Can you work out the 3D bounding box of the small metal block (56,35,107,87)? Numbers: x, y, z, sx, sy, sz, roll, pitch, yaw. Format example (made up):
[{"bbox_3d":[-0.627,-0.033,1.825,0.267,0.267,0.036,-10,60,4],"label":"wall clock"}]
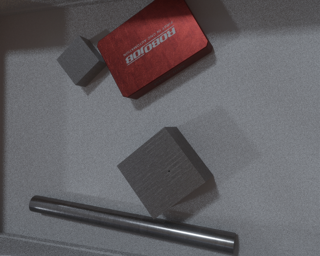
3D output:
[{"bbox_3d":[-0.113,-0.096,0.449,0.050,0.025,0.050,-42,77,15],"label":"small metal block"}]

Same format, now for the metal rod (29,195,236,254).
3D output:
[{"bbox_3d":[-0.051,0.128,0.427,0.301,0.025,0.025,5,92,19],"label":"metal rod"}]

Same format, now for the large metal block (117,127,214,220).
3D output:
[{"bbox_3d":[0.007,0.054,0.394,0.080,0.050,0.080,-40,78,15],"label":"large metal block"}]

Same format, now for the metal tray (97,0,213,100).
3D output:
[{"bbox_3d":[-0.009,-0.108,0.410,0.130,0.030,0.090,-30,80,17],"label":"metal tray"}]
